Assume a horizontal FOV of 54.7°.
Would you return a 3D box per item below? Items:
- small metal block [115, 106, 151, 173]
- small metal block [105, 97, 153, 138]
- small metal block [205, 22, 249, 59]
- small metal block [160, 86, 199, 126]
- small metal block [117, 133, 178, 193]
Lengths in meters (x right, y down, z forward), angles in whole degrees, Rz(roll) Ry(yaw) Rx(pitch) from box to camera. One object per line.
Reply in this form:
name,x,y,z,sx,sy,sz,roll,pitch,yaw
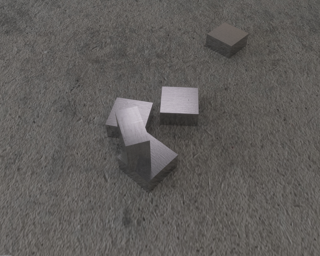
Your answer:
small metal block,-0.030,0.013,0.343,0.025,0.050,0.050,-14,52,-11
small metal block,-0.039,-0.011,0.412,0.050,0.025,0.050,9,51,7
small metal block,0.115,-0.151,0.530,0.050,0.025,0.050,36,59,26
small metal block,0.027,-0.030,0.429,0.050,0.025,0.050,3,50,2
small metal block,-0.014,0.040,0.369,0.050,0.025,0.050,35,58,26
